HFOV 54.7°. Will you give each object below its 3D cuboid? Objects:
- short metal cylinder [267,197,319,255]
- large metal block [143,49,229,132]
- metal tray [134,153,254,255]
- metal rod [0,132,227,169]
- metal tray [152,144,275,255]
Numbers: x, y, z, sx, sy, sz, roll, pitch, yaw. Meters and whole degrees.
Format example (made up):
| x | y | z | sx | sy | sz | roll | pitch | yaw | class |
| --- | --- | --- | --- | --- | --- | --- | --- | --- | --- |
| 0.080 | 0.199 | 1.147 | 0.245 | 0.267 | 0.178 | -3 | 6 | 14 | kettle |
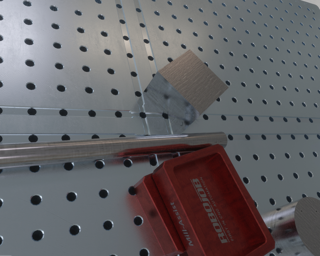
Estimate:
| x | y | z | sx | sy | sz | roll | pitch | yaw | class |
| --- | --- | --- | --- | --- | --- | --- | --- | --- | --- |
| 0.191 | 0.138 | 0.411 | 0.081 | 0.050 | 0.080 | 14 | 56 | -21 | short metal cylinder |
| 0.038 | -0.055 | 0.446 | 0.080 | 0.050 | 0.080 | 46 | 51 | 3 | large metal block |
| 0.045 | 0.083 | 0.378 | 0.131 | 0.030 | 0.090 | -17 | 71 | -35 | metal tray |
| -0.043 | 0.023 | 0.370 | 0.303 | 0.025 | 0.025 | -3 | 63 | -29 | metal rod |
| 0.059 | 0.089 | 0.342 | 0.091 | 0.030 | 0.130 | -14 | 69 | -34 | metal tray |
